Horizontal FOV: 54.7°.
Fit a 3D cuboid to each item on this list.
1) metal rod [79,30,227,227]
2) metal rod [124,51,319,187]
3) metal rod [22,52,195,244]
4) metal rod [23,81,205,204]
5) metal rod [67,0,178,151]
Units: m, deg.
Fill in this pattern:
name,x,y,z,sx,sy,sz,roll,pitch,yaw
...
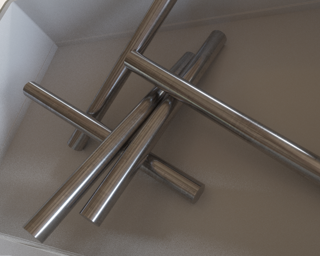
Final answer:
name,x,y,z,sx,sy,sz,roll,pitch,yaw
metal rod,0.006,-0.018,0.377,0.025,0.025,0.301,16,58,34
metal rod,0.075,-0.010,0.332,0.300,0.025,0.025,35,81,25
metal rod,-0.039,0.002,0.371,0.025,0.025,0.301,17,53,35
metal rod,-0.076,0.007,0.403,0.300,0.025,0.025,29,77,25
metal rod,-0.043,-0.091,0.418,0.299,0.025,0.025,-55,49,16
